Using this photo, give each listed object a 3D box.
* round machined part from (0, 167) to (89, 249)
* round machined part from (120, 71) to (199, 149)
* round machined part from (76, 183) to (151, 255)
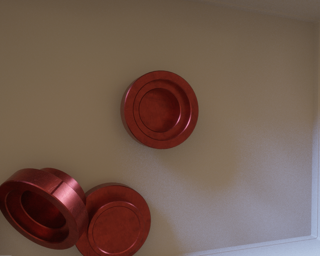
[{"bbox_3d":[-0.121,0.082,0.338,0.098,0.098,0.042,52,34,-13],"label":"round machined part"},{"bbox_3d":[-0.003,-0.022,0.401,0.099,0.042,0.097,0,90,-21],"label":"round machined part"},{"bbox_3d":[-0.057,0.119,0.381,0.099,0.042,0.097,0,90,-21],"label":"round machined part"}]
